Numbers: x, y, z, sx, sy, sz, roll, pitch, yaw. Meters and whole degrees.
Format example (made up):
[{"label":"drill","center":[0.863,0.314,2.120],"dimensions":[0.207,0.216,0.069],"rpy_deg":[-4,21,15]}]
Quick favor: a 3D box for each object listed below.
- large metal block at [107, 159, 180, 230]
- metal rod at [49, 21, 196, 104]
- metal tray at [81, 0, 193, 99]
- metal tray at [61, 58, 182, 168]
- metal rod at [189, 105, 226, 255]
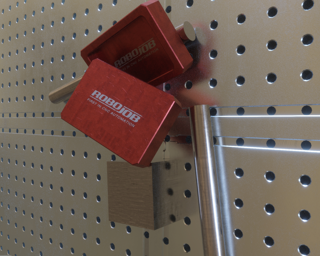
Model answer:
[{"label":"large metal block","center":[-0.023,0.083,0.410],"dimensions":[0.080,0.050,0.080],"rpy_deg":[-4,88,39]},{"label":"metal rod","center":[-0.077,-0.087,0.470],"dimensions":[0.300,0.025,0.025],"rpy_deg":[-15,80,38]},{"label":"metal tray","center":[-0.034,-0.091,0.400],"dimensions":[0.130,0.030,0.090],"rpy_deg":[-21,109,40]},{"label":"metal tray","center":[-0.050,-0.021,0.382],"dimensions":[0.130,0.030,0.090],"rpy_deg":[29,88,25]},{"label":"metal rod","center":[0.061,0.122,0.357],"dimensions":[0.025,0.025,0.298],"rpy_deg":[-9,84,39]}]
